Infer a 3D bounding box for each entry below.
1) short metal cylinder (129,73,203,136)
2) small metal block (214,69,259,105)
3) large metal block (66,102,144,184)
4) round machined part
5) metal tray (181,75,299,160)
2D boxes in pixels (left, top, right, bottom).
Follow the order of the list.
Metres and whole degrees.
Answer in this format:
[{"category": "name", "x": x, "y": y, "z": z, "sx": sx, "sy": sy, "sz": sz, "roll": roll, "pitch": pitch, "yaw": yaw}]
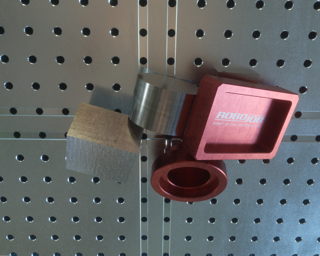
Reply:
[{"category": "short metal cylinder", "x": 0.007, "y": -0.030, "z": 0.373, "sx": 0.081, "sy": 0.080, "sz": 0.050, "roll": 13, "pitch": 110, "yaw": -5}, {"category": "small metal block", "x": 0.095, "y": -0.048, "z": 0.397, "sx": 0.050, "sy": 0.025, "sz": 0.050, "roll": 3, "pitch": 110, "yaw": -2}, {"category": "large metal block", "x": -0.069, "y": 0.022, "z": 0.388, "sx": 0.080, "sy": 0.050, "sz": 0.080, "roll": 16, "pitch": 142, "yaw": -6}, {"category": "round machined part", "x": 0.038, "y": 0.056, "z": 0.411, "sx": 0.099, "sy": 0.042, "sz": 0.097, "roll": 2, "pitch": 138, "yaw": 2}, {"category": "metal tray", "x": 0.097, "y": -0.008, "z": 0.368, "sx": 0.131, "sy": 0.030, "sz": 0.089, "roll": 3, "pitch": 113, "yaw": -31}]
